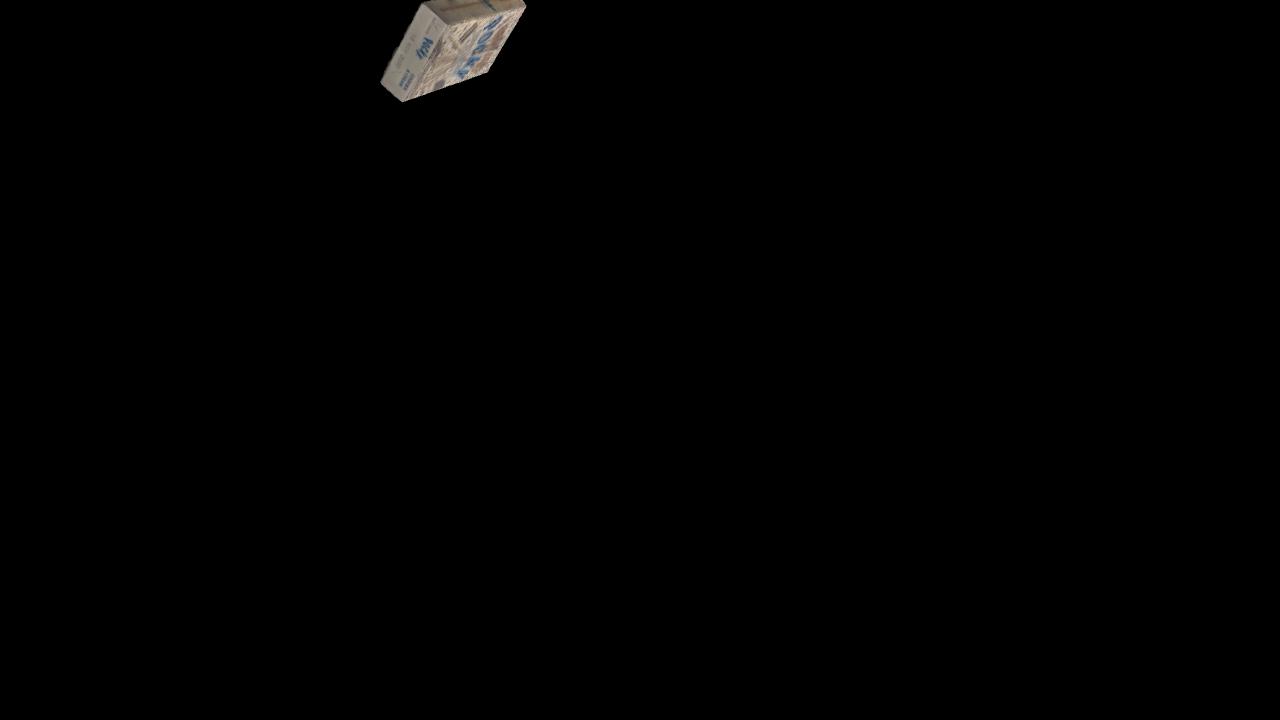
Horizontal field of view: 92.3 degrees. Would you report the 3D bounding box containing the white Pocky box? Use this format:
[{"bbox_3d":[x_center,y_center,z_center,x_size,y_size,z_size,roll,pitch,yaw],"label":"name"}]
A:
[{"bbox_3d":[-0.162,-0.284,0.548,0.084,0.028,0.154,-40,15,35],"label":"white Pocky box"}]
